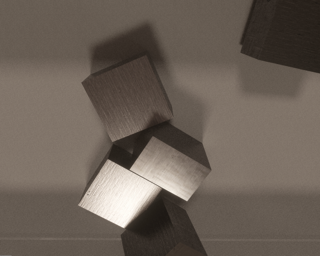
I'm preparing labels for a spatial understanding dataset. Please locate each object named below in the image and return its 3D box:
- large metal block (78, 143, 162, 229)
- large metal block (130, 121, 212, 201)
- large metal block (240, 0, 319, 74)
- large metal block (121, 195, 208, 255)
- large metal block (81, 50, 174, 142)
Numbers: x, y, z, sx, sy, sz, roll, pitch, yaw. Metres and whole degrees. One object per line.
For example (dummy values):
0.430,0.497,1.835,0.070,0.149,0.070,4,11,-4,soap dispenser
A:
-0.053,0.081,0.427,0.080,0.050,0.080,31,107,-11,large metal block
0.012,0.035,0.395,0.080,0.080,0.050,31,107,-11,large metal block
0.150,-0.113,0.352,0.081,0.050,0.079,9,110,-14,large metal block
0.002,0.148,0.391,0.050,0.080,0.080,38,101,-30,large metal block
-0.037,-0.040,0.383,0.080,0.050,0.080,-22,109,7,large metal block
